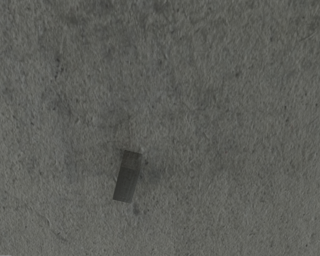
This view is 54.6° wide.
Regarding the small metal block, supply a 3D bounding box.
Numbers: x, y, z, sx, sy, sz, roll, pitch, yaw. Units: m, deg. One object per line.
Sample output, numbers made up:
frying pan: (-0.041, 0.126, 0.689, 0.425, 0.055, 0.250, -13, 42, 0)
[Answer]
small metal block: (-0.043, 0.065, 0.420, 0.025, 0.050, 0.050, 14, 110, -5)
